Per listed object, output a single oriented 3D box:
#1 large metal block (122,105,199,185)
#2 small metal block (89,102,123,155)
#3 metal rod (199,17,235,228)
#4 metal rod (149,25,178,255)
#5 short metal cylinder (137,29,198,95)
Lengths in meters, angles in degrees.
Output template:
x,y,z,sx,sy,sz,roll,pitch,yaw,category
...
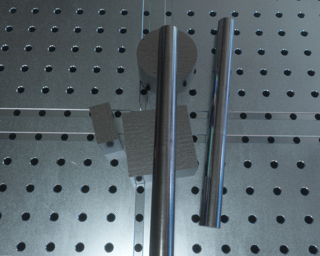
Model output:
x,y,z,sx,sy,sz,roll,pitch,yaw,category
-0.001,0.022,0.390,0.081,0.050,0.080,-8,70,-3,large metal block
-0.068,0.002,0.397,0.025,0.050,0.050,-15,71,-6,small metal block
0.080,-0.021,0.420,0.025,0.025,0.299,8,70,2,metal rod
0.006,0.014,0.353,0.025,0.025,0.299,2,70,0,metal rod
0.009,-0.091,0.432,0.081,0.050,0.080,0,70,-1,short metal cylinder
